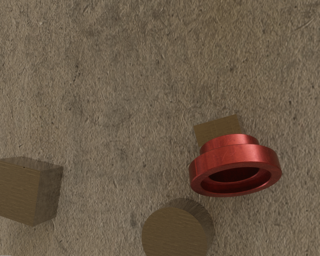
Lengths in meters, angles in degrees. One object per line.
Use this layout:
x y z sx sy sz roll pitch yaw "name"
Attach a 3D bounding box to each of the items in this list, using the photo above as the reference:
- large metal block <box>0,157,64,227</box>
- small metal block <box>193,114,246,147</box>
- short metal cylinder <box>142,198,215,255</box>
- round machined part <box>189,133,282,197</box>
-0.199 0.091 0.464 0.080 0.050 0.079 10 93 19 "large metal block"
0.072 0.003 0.370 0.050 0.050 0.025 -16 84 19 "small metal block"
0.024 0.133 0.387 0.080 0.050 0.079 0 90 19 "short metal cylinder"
0.081 0.041 0.348 0.098 0.098 0.042 -16 56 19 "round machined part"
